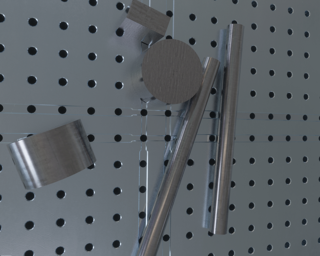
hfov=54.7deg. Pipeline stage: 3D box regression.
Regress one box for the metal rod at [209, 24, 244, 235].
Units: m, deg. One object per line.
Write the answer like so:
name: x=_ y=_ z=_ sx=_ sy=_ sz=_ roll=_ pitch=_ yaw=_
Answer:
metal rod: x=0.097 y=0.000 z=0.448 sx=0.025 sy=0.025 sz=0.298 roll=6 pitch=88 yaw=-20

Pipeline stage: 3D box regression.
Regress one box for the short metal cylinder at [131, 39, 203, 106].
short metal cylinder: x=0.008 y=-0.069 z=0.402 sx=0.081 sy=0.050 sz=0.079 roll=0 pitch=90 yaw=-20

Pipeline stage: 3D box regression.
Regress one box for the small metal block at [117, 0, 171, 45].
small metal block: x=-0.021 y=-0.132 z=0.391 sx=0.050 sy=0.050 sz=0.025 roll=21 pitch=83 yaw=-19

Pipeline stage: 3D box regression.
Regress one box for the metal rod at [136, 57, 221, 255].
metal rod: x=0.025 y=0.045 z=0.422 sx=0.025 sy=0.025 sz=0.299 roll=22 pitch=83 yaw=-19

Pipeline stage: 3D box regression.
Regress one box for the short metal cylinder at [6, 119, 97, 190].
short metal cylinder: x=-0.117 y=0.027 z=0.340 sx=0.081 sy=0.080 sz=0.050 roll=-22 pitch=98 yaw=-19
